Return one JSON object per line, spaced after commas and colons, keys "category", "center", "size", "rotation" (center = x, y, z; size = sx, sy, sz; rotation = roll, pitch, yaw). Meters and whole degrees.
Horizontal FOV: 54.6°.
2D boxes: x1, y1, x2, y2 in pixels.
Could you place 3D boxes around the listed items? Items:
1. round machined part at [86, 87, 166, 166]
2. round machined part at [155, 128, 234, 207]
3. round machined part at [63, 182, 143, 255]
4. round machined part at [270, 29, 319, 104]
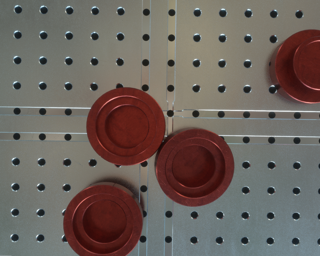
{"category": "round machined part", "center": [-0.042, -0.002, 0.404], "size": [0.099, 0.042, 0.097], "rotation": [0, 90, 0]}
{"category": "round machined part", "center": [0.042, 0.047, 0.400], "size": [0.099, 0.042, 0.097], "rotation": [-1, 96, -8]}
{"category": "round machined part", "center": [-0.071, 0.119, 0.405], "size": [0.099, 0.042, 0.097], "rotation": [0, 90, 0]}
{"category": "round machined part", "center": [0.200, -0.081, 0.406], "size": [0.099, 0.042, 0.097], "rotation": [0, 90, 0]}
